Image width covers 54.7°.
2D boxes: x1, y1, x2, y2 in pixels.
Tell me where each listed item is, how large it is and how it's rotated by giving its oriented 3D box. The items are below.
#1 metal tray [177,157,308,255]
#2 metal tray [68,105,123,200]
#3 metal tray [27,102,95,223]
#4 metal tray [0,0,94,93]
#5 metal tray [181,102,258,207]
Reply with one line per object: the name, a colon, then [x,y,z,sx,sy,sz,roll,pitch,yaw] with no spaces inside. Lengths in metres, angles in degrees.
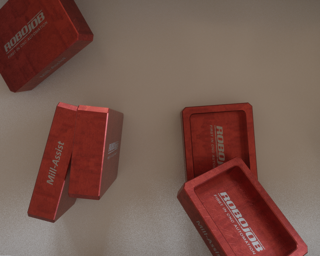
metal tray: [0.091,0.106,0.355,0.091,0.030,0.130,-22,65,-26]
metal tray: [-0.069,0.023,0.358,0.030,0.130,0.089,6,90,0]
metal tray: [-0.113,0.037,0.377,0.030,0.090,0.129,15,90,0]
metal tray: [-0.154,-0.113,0.379,0.130,0.030,0.090,-29,91,26]
metal tray: [0.077,0.035,0.409,0.091,0.030,0.129,-4,90,-1]
